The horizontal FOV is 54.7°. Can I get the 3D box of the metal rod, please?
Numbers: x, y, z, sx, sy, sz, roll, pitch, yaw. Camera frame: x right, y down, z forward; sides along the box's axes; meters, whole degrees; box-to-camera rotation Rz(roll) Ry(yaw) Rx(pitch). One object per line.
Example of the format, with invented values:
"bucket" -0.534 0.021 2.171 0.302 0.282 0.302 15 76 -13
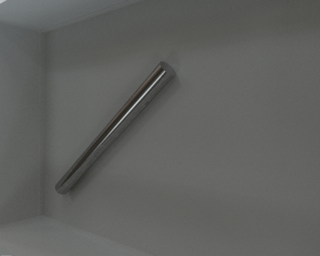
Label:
"metal rod" -0.082 0.015 0.471 0.299 0.025 0.025 -45 63 30
